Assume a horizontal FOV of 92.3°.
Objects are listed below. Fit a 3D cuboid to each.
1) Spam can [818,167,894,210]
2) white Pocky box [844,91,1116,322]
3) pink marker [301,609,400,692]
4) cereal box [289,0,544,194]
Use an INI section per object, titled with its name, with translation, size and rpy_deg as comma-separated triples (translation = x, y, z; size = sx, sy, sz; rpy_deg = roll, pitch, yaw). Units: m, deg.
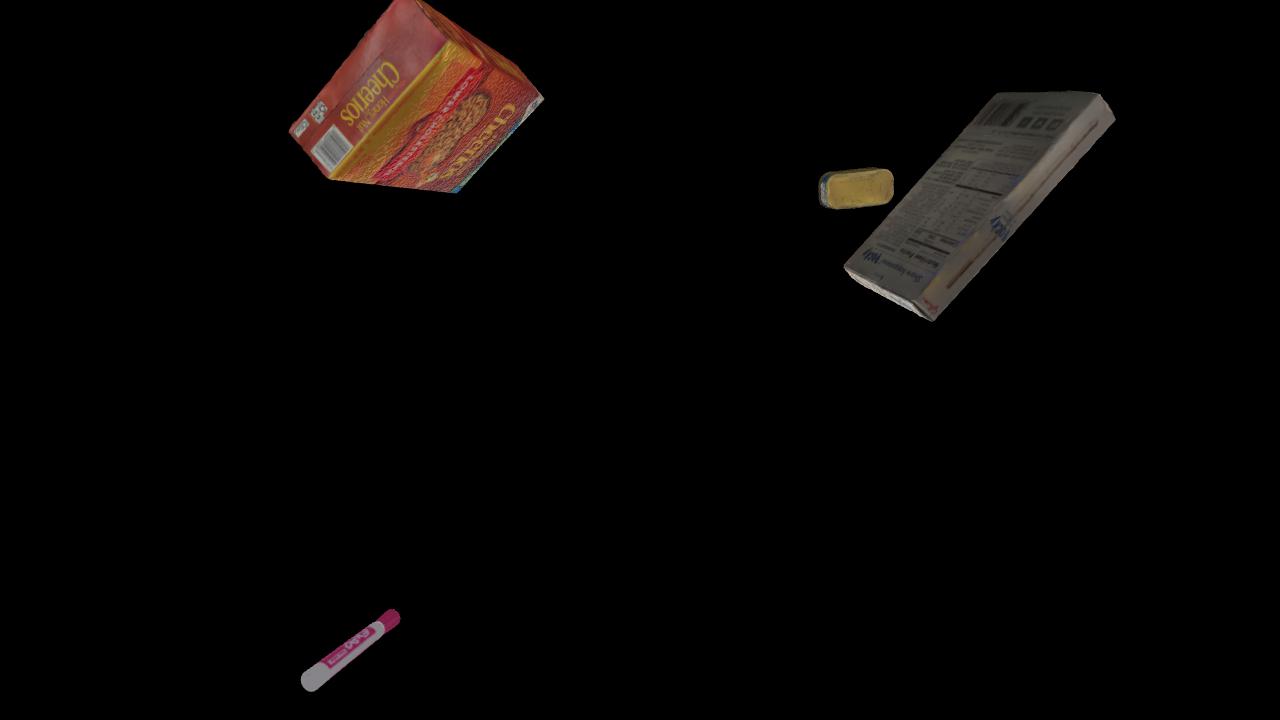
[Spam can]
translation = 0.331, -0.264, 0.947
size = 0.101, 0.058, 0.085
rpy_deg = -4, 17, 12
[white Pocky box]
translation = 0.211, -0.103, 0.399
size = 0.028, 0.154, 0.084
rpy_deg = 34, 11, -25
[pink marker]
translation = -0.272, 0.274, 0.592
size = 0.020, 0.020, 0.121
rpy_deg = 0, 5, 14
[cereal box]
translation = -0.256, -0.310, 0.774
size = 0.203, 0.081, 0.306
rpy_deg = -40, 3, 15
